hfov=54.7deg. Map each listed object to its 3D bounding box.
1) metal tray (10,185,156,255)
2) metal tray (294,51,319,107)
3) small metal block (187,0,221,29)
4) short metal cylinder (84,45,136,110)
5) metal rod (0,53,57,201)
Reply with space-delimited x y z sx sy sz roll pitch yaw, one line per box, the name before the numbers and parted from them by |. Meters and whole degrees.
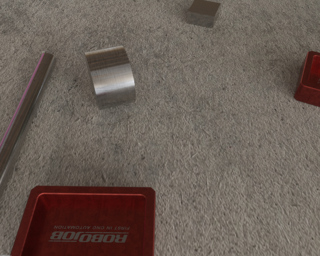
metal tray | -0.071 0.105 0.310 0.131 0.030 0.090 1 50 0
metal tray | 0.274 -0.062 0.455 0.130 0.030 0.090 19 52 15
small metal block | 0.083 -0.218 0.587 0.050 0.025 0.050 16 52 12
short metal cylinder | -0.069 -0.069 0.424 0.050 0.080 0.080 -15 52 -12
metal rod | -0.183 0.005 0.396 0.025 0.025 0.300 2 50 1
